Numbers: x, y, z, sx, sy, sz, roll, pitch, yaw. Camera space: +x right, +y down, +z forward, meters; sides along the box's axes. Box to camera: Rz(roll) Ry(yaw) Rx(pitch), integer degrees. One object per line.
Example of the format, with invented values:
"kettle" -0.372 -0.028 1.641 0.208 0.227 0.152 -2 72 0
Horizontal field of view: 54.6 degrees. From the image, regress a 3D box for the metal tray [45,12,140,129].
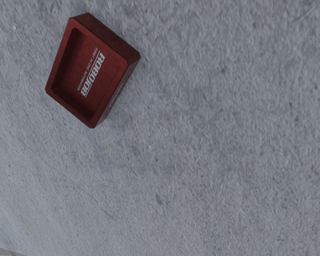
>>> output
"metal tray" -0.093 -0.071 0.409 0.090 0.030 0.129 39 129 2
